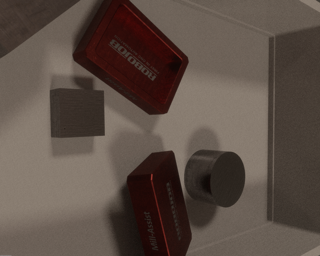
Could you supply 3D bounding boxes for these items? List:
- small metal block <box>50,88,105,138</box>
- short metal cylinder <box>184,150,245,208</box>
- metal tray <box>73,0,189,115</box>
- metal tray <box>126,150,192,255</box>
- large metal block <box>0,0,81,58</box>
[{"bbox_3d":[-0.088,-0.016,0.334,0.050,0.025,0.050,-2,92,-40],"label":"small metal block"},{"bbox_3d":[0.082,0.073,0.462,0.081,0.050,0.079,0,90,-40],"label":"short metal cylinder"},{"bbox_3d":[-0.029,-0.085,0.380,0.130,0.030,0.090,35,68,-35],"label":"metal tray"},{"bbox_3d":[0.004,0.103,0.381,0.090,0.030,0.129,-38,118,-67],"label":"metal tray"},{"bbox_3d":[-0.127,-0.101,0.265,0.080,0.080,0.050,-51,121,-28],"label":"large metal block"}]
